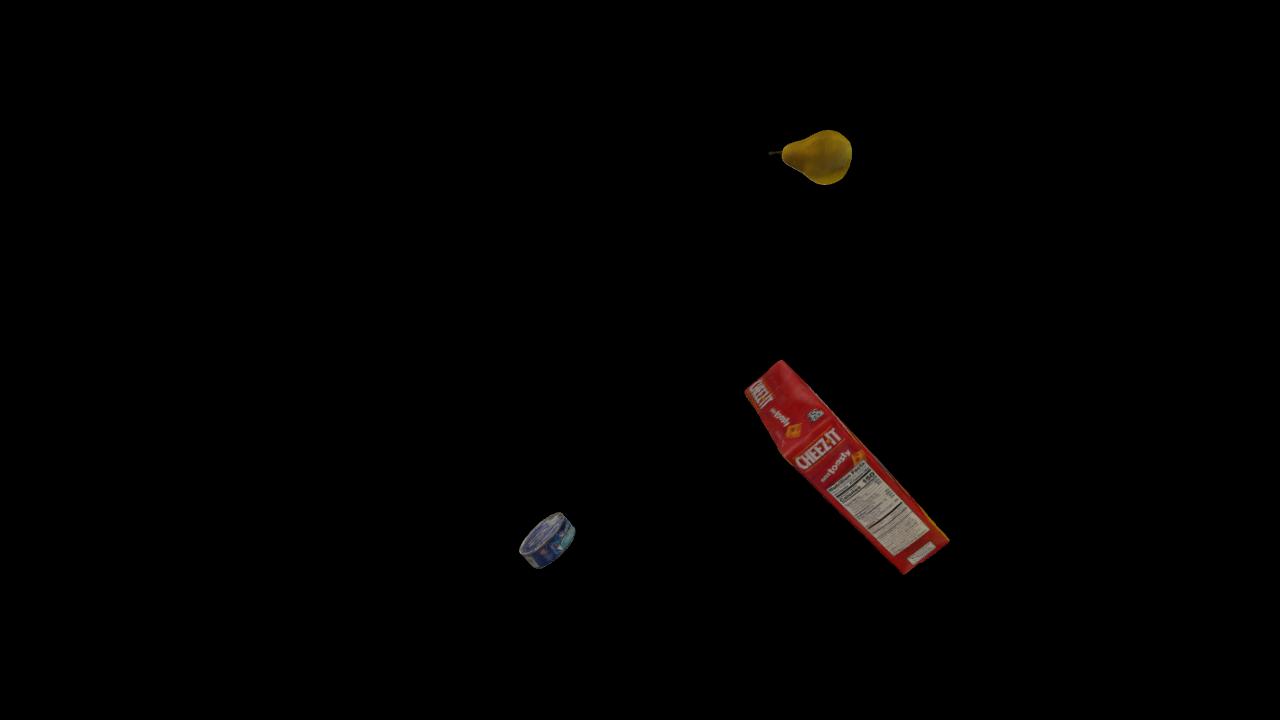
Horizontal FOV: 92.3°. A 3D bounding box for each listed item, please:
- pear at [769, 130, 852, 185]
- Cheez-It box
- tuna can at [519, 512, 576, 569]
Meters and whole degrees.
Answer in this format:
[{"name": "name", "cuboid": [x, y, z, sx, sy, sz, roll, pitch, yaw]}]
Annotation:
[{"name": "pear", "cuboid": [0.244, -0.295, 0.886, 0.111, 0.080, 0.080, 6, 0, -1]}, {"name": "Cheez-It box", "cuboid": [0.230, 0.118, 0.709, 0.223, 0.071, 0.166, 44, 10, -19]}, {"name": "tuna can", "cuboid": [-0.137, 0.270, 0.919, 0.084, 0.034, 0.084, -36, 12, 9]}]
